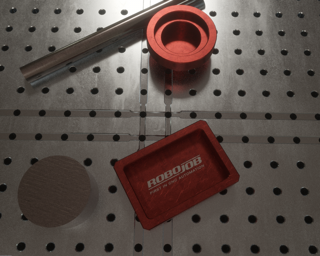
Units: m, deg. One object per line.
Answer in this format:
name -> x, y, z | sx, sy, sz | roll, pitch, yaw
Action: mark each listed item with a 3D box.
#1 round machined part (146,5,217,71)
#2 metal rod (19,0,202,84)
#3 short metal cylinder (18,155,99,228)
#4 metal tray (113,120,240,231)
round machined part -> 0.030, -0.125, 0.449 | 0.099, 0.042, 0.098 | 0, 70, -1
metal rod -> -0.061, -0.146, 0.464 | 0.302, 0.025, 0.025 | -29, 73, -11
short metal cylinder -> -0.118, 0.078, 0.369 | 0.081, 0.050, 0.080 | 0, 70, 0
metal tray -> 0.020, 0.057, 0.388 | 0.131, 0.030, 0.090 | -26, 72, -10
